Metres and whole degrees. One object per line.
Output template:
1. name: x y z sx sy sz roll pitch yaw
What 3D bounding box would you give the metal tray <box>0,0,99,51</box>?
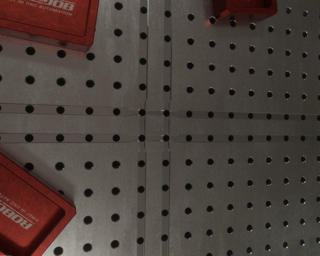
1. metal tray: -0.140 -0.148 0.358 0.131 0.030 0.089 8 87 -20

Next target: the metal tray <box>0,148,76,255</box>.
1. metal tray: -0.173 0.087 0.346 0.130 0.030 0.090 42 76 -16

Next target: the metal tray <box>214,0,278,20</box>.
1. metal tray: 0.122 -0.228 0.456 0.091 0.030 0.129 -7 93 -20
